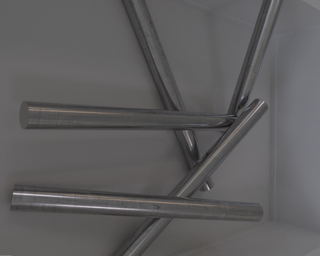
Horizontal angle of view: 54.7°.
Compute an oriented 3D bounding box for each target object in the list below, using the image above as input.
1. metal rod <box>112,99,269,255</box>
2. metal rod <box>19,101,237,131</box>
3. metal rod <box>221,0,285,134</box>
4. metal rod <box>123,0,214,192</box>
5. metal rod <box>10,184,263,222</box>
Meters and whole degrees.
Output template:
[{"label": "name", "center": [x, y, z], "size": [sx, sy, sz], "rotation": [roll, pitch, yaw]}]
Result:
[{"label": "metal rod", "center": [0.046, 0.068, 0.406], "size": [0.301, 0.025, 0.025], "rotation": [-45, 118, -18]}, {"label": "metal rod", "center": [-0.004, -0.010, 0.367], "size": [0.302, 0.025, 0.025], "rotation": [1, 90, -41]}, {"label": "metal rod", "center": [0.133, -0.111, 0.419], "size": [0.025, 0.025, 0.298], "rotation": [-22, 136, -38]}, {"label": "metal rod", "center": [0.015, -0.044, 0.418], "size": [0.025, 0.025, 0.299], "rotation": [-35, 112, -34]}, {"label": "metal rod", "center": [-0.004, 0.090, 0.355], "size": [0.302, 0.025, 0.025], "rotation": [10, 83, -25]}]
